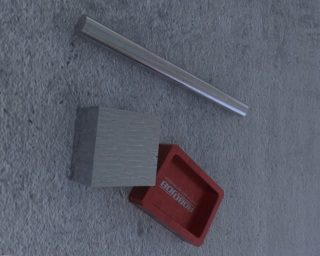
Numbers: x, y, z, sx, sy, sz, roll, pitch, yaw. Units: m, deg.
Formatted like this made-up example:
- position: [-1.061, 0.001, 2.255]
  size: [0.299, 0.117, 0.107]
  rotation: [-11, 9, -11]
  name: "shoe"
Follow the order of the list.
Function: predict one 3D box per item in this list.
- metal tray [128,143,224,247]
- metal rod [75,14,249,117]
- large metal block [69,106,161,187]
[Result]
- position: [0.028, 0.093, 0.424]
  size: [0.130, 0.030, 0.090]
  rotation: [45, 63, -31]
  name: "metal tray"
- position: [0.026, -0.071, 0.425]
  size: [0.302, 0.025, 0.025]
  rotation: [20, 78, -38]
  name: "metal rod"
- position: [-0.049, 0.022, 0.348]
  size: [0.081, 0.050, 0.080]
  rotation: [8, 85, -40]
  name: "large metal block"
